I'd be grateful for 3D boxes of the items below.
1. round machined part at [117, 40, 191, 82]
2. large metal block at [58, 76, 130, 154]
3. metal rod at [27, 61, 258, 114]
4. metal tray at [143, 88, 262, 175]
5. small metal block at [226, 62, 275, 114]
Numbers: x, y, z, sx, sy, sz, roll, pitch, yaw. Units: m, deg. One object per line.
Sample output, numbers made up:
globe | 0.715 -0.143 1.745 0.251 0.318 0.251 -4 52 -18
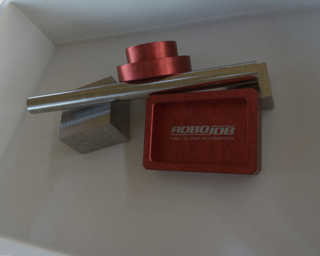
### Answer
round machined part | -0.009 -0.089 0.412 0.098 0.098 0.042 -4 100 26
large metal block | -0.092 -0.017 0.443 0.080 0.050 0.080 -16 55 18
metal rod | -0.034 -0.048 0.392 0.301 0.025 0.025 -6 59 16
metal tray | 0.046 0.005 0.354 0.130 0.030 0.090 -1 80 26
small metal block | 0.108 -0.047 0.375 0.050 0.025 0.050 -11 57 22
